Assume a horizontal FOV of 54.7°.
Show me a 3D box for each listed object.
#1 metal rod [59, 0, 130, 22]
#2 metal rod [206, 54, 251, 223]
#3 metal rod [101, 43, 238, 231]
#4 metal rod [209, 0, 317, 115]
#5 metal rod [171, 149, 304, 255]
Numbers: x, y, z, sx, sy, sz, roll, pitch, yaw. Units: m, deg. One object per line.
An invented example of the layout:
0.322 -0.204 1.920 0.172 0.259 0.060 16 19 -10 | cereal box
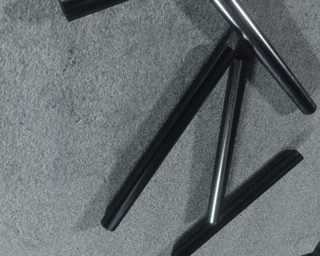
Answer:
0.043 -0.174 0.322 0.302 0.025 0.025 -25 128 -13 | metal rod
0.101 0.035 0.483 0.025 0.025 0.298 -12 124 -22 | metal rod
0.006 0.021 0.422 0.025 0.025 0.299 25 105 -37 | metal rod
0.152 -0.097 0.429 0.301 0.025 0.025 33 100 -38 | metal rod
0.143 0.145 0.574 0.300 0.025 0.025 -40 129 -1 | metal rod
